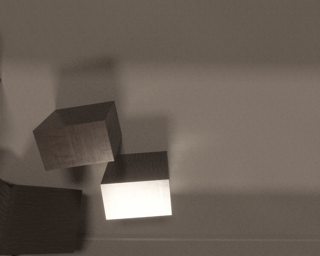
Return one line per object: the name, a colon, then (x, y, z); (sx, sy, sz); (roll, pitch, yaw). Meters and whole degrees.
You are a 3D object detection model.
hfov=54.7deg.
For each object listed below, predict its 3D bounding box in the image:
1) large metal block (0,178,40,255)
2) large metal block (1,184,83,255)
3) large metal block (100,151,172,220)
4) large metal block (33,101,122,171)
large metal block: (-0.225, 0.124, 0.419); (0.080, 0.050, 0.080); (52, 59, -16)
large metal block: (-0.154, 0.118, 0.406); (0.081, 0.050, 0.080); (12, 76, -31)
large metal block: (-0.028, 0.072, 0.408); (0.081, 0.080, 0.050); (-4, 110, 1)
large metal block: (-0.096, 0.007, 0.383); (0.080, 0.080, 0.050); (-9, 110, 3)
